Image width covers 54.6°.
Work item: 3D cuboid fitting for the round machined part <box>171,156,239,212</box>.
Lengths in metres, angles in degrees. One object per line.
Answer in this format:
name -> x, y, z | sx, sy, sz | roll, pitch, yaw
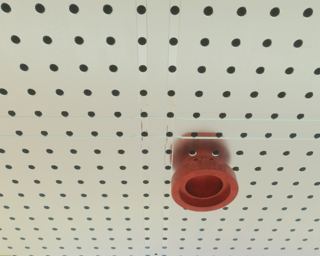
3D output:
round machined part -> 0.066, 0.081, 0.469 | 0.099, 0.042, 0.097 | 0, 130, 0
